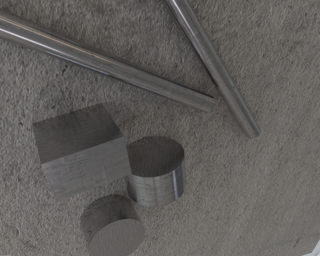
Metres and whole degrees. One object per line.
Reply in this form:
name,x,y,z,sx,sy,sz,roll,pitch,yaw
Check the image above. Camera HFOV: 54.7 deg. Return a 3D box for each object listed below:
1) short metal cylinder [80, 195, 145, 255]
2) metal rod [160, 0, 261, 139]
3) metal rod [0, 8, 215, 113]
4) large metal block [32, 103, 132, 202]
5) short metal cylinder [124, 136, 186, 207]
short metal cylinder,-0.068,0.143,0.442,0.081,0.050,0.079,-14,124,-21
metal rod,0.069,-0.078,0.396,0.025,0.025,0.300,-42,130,1
metal rod,-0.054,-0.067,0.336,0.302,0.025,0.025,16,110,-35
large metal block,-0.086,0.022,0.338,0.081,0.080,0.050,-19,126,-17
short metal cylinder,-0.007,0.054,0.401,0.081,0.080,0.050,-19,126,-18
